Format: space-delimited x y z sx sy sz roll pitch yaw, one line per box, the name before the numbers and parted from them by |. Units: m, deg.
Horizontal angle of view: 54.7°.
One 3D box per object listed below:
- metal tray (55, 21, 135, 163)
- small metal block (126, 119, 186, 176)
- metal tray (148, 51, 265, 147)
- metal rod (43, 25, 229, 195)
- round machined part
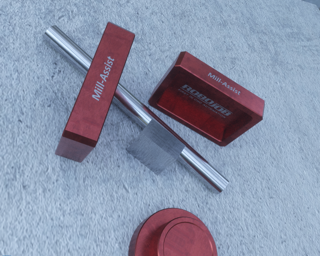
metal tray | -0.070 -0.035 0.328 0.030 0.090 0.130 22 67 -16
small metal block | -0.006 0.024 0.371 0.050 0.050 0.025 39 51 -3
metal tray | 0.060 -0.034 0.417 0.131 0.090 0.030 30 52 -10
metal rod | -0.031 -0.023 0.402 0.300 0.025 0.025 42 51 0
round machined part | 0.020 0.132 0.325 0.099 0.042 0.098 14 56 -21
